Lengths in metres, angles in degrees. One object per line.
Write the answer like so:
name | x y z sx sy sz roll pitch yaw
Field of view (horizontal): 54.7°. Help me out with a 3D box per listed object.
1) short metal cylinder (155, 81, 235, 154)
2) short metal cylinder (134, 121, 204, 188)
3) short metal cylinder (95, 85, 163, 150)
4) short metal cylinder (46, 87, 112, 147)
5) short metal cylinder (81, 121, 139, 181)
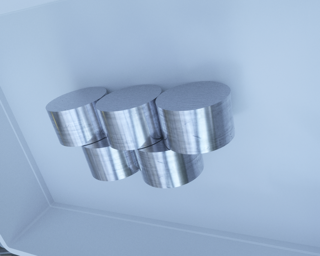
short metal cylinder | 0.039 -0.014 0.342 0.080 0.080 0.050 2 119 27
short metal cylinder | 0.011 0.030 0.384 0.080 0.080 0.050 1 119 28
short metal cylinder | -0.032 -0.015 0.379 0.080 0.080 0.050 1 119 28
short metal cylinder | -0.104 -0.017 0.415 0.080 0.080 0.050 1 119 28
short metal cylinder | -0.062 0.028 0.421 0.080 0.080 0.050 1 119 28
